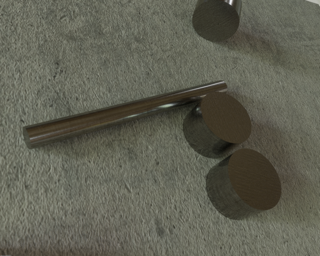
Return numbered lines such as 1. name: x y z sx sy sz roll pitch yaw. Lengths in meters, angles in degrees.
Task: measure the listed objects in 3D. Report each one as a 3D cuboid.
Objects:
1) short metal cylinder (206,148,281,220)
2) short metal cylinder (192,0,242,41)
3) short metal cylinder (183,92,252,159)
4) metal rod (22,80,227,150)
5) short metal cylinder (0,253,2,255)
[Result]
1. short metal cylinder: 0.107 0.073 0.401 0.081 0.050 0.080 14 56 -21
2. short metal cylinder: 0.101 -0.201 0.545 0.080 0.080 0.050 26 53 -12
3. short metal cylinder: 0.079 -0.004 0.433 0.081 0.050 0.080 14 56 -21
4. metal rod: -0.020 -0.027 0.408 0.302 0.025 0.025 -17 71 -35
5. short metal cylinder: -0.156 0.125 0.228 0.081 0.050 0.080 14 56 -21
